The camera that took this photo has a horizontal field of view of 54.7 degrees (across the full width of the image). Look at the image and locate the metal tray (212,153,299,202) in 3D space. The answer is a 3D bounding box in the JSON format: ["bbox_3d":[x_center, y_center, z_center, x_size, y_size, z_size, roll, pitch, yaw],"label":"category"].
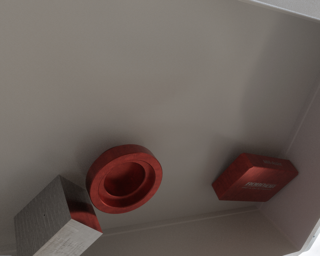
[{"bbox_3d":[0.167,0.090,0.540,0.131,0.030,0.089,11,128,-33],"label":"metal tray"}]

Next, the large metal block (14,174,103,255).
[{"bbox_3d":[-0.127,0.119,0.378,0.080,0.080,0.050,-44,130,2],"label":"large metal block"}]

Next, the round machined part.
[{"bbox_3d":[-0.050,0.062,0.411,0.099,0.042,0.097,-14,125,-21],"label":"round machined part"}]
